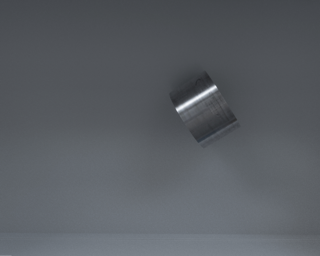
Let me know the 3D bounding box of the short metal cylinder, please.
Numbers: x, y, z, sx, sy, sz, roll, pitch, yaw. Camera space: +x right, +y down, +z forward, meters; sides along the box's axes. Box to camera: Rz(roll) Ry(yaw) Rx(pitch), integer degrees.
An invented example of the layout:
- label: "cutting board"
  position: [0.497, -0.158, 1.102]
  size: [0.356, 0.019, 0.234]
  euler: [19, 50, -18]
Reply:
- label: "short metal cylinder"
  position: [0.054, -0.022, 0.375]
  size: [0.050, 0.080, 0.080]
  euler: [-32, 107, 11]
